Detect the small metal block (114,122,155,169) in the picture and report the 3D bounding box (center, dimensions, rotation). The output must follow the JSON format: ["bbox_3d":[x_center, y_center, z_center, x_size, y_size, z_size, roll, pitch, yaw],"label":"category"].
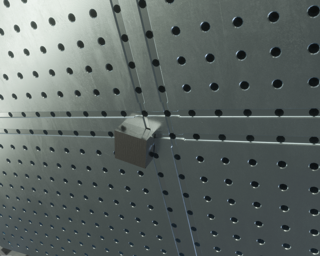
[{"bbox_3d":[-0.037,0.025,0.447,0.050,0.025,0.050,17,125,18],"label":"small metal block"}]
